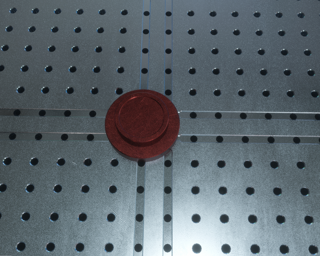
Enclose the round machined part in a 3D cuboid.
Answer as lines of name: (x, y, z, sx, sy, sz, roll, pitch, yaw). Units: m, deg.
round machined part: (-0.023, -0.008, 0.405, 0.099, 0.042, 0.098, 0, 70, -1)
